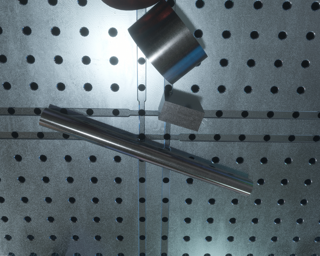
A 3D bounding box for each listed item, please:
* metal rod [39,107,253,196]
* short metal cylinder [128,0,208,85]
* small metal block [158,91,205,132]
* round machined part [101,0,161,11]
[{"bbox_3d":[-0.012,0.036,0.426,0.302,0.025,0.025,20,109,-8],"label":"metal rod"},{"bbox_3d":[0.009,-0.096,0.349,0.050,0.080,0.080,-38,106,12],"label":"short metal cylinder"},{"bbox_3d":[0.026,-0.022,0.392,0.050,0.050,0.025,17,109,-7],"label":"small metal block"},{"bbox_3d":[-0.025,-0.167,0.326,0.098,0.042,0.098,-3,77,12],"label":"round machined part"}]
